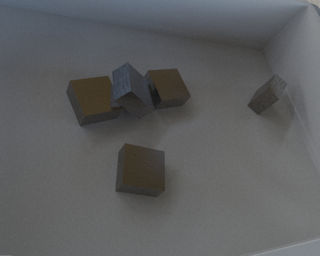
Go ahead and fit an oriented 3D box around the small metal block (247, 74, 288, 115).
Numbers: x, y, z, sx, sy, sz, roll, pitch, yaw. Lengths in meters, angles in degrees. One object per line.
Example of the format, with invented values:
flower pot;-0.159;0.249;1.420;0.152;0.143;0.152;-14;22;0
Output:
small metal block;0.180;-0.056;0.521;0.025;0.050;0.050;41;51;0

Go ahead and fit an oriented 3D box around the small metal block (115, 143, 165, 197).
small metal block;-0.022;0.050;0.363;0.050;0.025;0.050;14;56;-21

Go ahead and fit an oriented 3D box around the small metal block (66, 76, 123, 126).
small metal block;-0.081;-0.034;0.383;0.050;0.025;0.050;-14;69;-34

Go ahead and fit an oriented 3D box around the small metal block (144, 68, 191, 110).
small metal block;0.009;-0.057;0.445;0.050;0.025;0.050;-11;68;-33

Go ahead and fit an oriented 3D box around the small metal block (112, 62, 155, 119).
small metal block;-0.034;-0.047;0.397;0.050;0.025;0.050;38;33;-46
